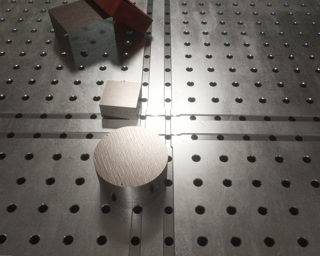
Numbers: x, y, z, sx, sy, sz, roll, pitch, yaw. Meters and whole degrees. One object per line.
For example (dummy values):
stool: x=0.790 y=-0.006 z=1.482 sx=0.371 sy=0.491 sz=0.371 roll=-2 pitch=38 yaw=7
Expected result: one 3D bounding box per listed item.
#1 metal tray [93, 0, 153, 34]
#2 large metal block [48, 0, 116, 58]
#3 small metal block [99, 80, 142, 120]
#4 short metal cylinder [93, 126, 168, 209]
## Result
metal tray: x=-0.081 y=-0.226 z=0.559 sx=0.091 sy=0.030 sz=0.130 roll=11 pitch=32 yaw=-52
large metal block: x=-0.135 y=-0.177 z=0.538 sx=0.081 sy=0.050 sz=0.080 roll=-28 pitch=56 yaw=-22
small metal block: x=-0.054 y=-0.040 z=0.441 sx=0.050 sy=0.025 sz=0.050 roll=5 pitch=50 yaw=4
short metal cylinder: x=-0.032 y=0.044 z=0.354 sx=0.081 sy=0.050 sz=0.080 roll=0 pitch=50 yaw=0
